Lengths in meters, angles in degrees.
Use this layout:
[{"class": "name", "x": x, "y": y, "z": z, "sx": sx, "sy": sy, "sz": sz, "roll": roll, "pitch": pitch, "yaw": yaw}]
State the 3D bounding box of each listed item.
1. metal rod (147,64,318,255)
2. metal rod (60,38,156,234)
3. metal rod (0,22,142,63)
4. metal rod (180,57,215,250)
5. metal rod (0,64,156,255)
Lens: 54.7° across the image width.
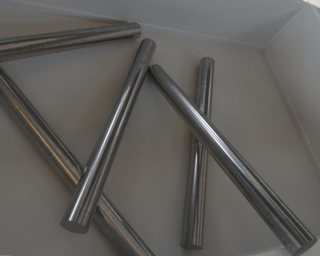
[{"class": "metal rod", "x": 0.056, "y": 0.008, "z": 0.355, "sx": 0.025, "sy": 0.025, "sz": 0.300, "roll": -3, "pitch": 39, "yaw": -30}, {"class": "metal rod", "x": -0.047, "y": -0.020, "z": 0.373, "sx": 0.025, "sy": 0.025, "sz": 0.300, "roll": 27, "pitch": 46, "yaw": -12}, {"class": "metal rod", "x": -0.134, "y": -0.102, "z": 0.373, "sx": 0.302, "sy": 0.025, "sz": 0.025, "roll": -27, "pitch": 77, "yaw": -44}, {"class": "metal rod", "x": 0.057, "y": 0.012, "z": 0.430, "sx": 0.025, "sy": 0.025, "sz": 0.300, "roll": 22, "pitch": 53, "yaw": -16}, {"class": "metal rod", "x": -0.107, "y": 0.030, "z": 0.330, "sx": 0.300, "sy": 0.025, "sz": 0.025, "roll": 49, "pitch": 51, "yaw": 6}]
